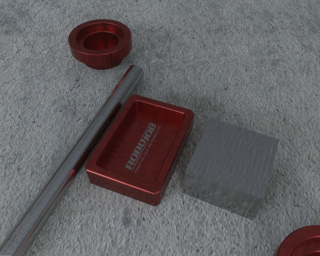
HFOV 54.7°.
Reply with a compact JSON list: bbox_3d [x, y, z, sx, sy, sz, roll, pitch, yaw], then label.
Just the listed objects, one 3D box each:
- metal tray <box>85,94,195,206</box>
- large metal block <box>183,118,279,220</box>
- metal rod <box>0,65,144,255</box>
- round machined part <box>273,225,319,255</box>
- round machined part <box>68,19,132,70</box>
[{"bbox_3d":[-0.020,0.021,0.382,0.090,0.030,0.130,17,52,13],"label":"metal tray"},{"bbox_3d":[0.080,0.044,0.351,0.080,0.050,0.080,19,53,15],"label":"large metal block"},{"bbox_3d":[-0.092,0.020,0.385,0.025,0.025,0.301,17,52,14],"label":"metal rod"},{"bbox_3d":[0.147,0.141,0.275,0.099,0.042,0.098,0,50,0],"label":"round machined part"},{"bbox_3d":[-0.094,-0.132,0.502,0.099,0.042,0.098,0,50,0],"label":"round machined part"}]
